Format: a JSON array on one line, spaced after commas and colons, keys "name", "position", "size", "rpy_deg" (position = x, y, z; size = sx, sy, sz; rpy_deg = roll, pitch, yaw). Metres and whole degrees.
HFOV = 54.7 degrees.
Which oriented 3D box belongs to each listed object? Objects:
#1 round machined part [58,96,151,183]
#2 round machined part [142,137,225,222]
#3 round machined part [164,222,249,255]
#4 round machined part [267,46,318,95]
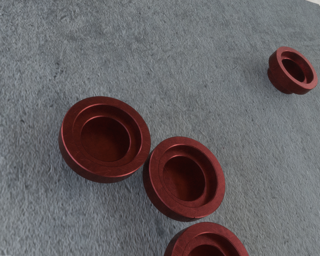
[{"name": "round machined part", "position": [-0.063, 0.016, 0.349], "size": [0.099, 0.042, 0.098], "rpy_deg": [14, 56, -21]}, {"name": "round machined part", "position": [0.025, 0.063, 0.368], "size": [0.099, 0.042, 0.098], "rpy_deg": [14, 56, -21]}, {"name": "round machined part", "position": [0.046, 0.153, 0.324], "size": [0.099, 0.042, 0.098], "rpy_deg": [14, 56, -21]}, {"name": "round machined part", "position": [0.245, -0.103, 0.587], "size": [0.099, 0.042, 0.098], "rpy_deg": [14, 56, -21]}]
